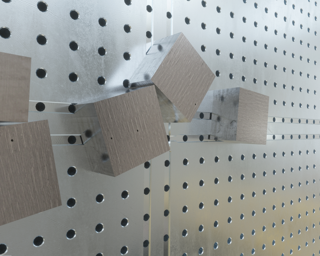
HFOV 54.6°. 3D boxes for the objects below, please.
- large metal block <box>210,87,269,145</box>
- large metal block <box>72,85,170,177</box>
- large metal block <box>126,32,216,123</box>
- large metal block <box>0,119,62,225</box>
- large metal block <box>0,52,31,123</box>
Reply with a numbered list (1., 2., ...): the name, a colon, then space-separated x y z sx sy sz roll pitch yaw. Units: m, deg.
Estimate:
1. large metal block: 0.129 -0.017 0.500 0.081 0.050 0.080 8 85 -40
2. large metal block: -0.043 0.001 0.356 0.081 0.050 0.080 -23 105 -38
3. large metal block: 0.017 -0.063 0.406 0.080 0.050 0.080 45 63 -31
4. large metal block: -0.142 0.038 0.274 0.081 0.050 0.080 -12 98 -39
5. large metal block: -0.156 -0.031 0.242 0.081 0.080 0.050 4 88 -40
